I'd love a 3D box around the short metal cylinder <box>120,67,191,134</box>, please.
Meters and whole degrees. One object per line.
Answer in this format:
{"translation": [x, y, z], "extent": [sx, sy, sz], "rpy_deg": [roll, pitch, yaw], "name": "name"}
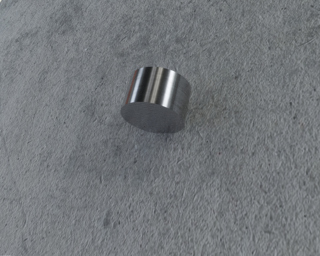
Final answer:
{"translation": [-0.004, -0.033, 0.392], "extent": [0.080, 0.080, 0.050], "rpy_deg": [-1, 62, 27], "name": "short metal cylinder"}
